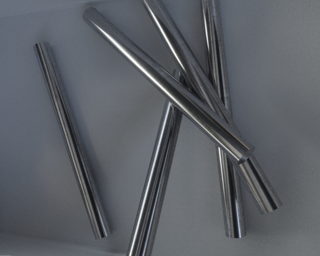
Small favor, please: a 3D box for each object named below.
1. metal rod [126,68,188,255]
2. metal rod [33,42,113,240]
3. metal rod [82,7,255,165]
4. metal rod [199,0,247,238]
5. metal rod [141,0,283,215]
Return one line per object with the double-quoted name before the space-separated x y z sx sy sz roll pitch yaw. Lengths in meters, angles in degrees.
"metal rod" -0.005 0.063 0.345 0.025 0.025 0.299 6 66 20
"metal rod" -0.130 0.014 0.456 0.025 0.025 0.299 -23 83 18
"metal rod" -0.007 -0.067 0.379 0.300 0.025 0.025 45 104 27
"metal rod" 0.077 -0.018 0.383 0.025 0.025 0.298 -7 88 20
"metal rod" 0.052 -0.042 0.367 0.025 0.025 0.299 -32 74 17
